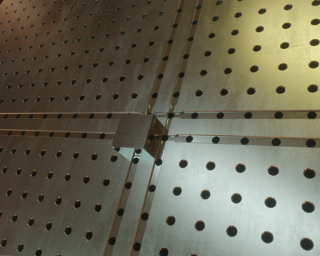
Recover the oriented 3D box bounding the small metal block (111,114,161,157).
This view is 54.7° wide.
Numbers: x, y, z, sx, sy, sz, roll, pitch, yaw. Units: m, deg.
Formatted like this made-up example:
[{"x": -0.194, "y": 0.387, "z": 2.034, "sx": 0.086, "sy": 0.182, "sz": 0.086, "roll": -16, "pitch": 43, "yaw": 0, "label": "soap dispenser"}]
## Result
[{"x": -0.031, "y": 0.009, "z": 0.418, "sx": 0.050, "sy": 0.025, "sz": 0.050, "roll": 1, "pitch": 62, "yaw": 28, "label": "small metal block"}]
